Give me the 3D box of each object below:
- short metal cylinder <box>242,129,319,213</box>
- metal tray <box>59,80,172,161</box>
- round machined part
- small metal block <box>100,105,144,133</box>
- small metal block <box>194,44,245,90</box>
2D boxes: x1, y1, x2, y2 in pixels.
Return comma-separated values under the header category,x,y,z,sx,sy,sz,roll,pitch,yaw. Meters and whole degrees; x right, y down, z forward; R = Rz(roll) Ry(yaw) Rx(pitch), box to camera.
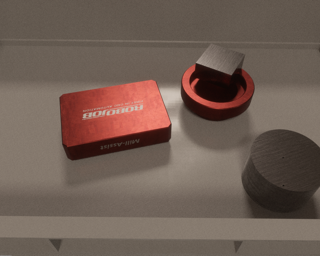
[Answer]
category,x,y,z,sx,sy,sz,roll,pitch,yaw
short metal cylinder,0.138,0.048,0.350,0.081,0.050,0.080,0,50,0
metal tray,-0.059,-0.014,0.403,0.131,0.030,0.090,-11,51,-9
round machined part,0.079,-0.048,0.436,0.099,0.042,0.098,0,50,0
small metal block,-0.050,-0.010,0.413,0.050,0.025,0.050,-11,51,-10
small metal block,0.081,-0.085,0.423,0.050,0.025,0.050,24,54,18
